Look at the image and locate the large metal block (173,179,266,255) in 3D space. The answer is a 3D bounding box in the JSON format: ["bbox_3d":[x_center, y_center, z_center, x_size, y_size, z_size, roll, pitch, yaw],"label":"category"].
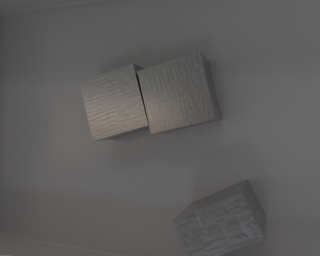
[{"bbox_3d":[0.072,0.104,0.356,0.080,0.080,0.050,-28,81,18],"label":"large metal block"}]

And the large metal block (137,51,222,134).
[{"bbox_3d":[0.026,-0.040,0.388,0.080,0.050,0.080,-14,85,19],"label":"large metal block"}]

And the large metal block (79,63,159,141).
[{"bbox_3d":[-0.052,-0.031,0.415,0.080,0.050,0.080,-16,85,19],"label":"large metal block"}]
